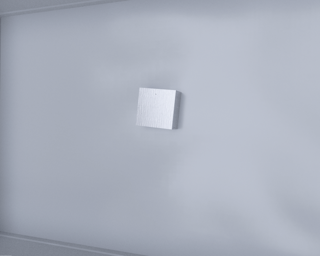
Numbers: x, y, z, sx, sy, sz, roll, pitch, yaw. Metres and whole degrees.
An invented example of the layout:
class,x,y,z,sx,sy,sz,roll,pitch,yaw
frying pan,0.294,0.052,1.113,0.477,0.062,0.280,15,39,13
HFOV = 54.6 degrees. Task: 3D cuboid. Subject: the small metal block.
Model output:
class,x,y,z,sx,sy,sz,roll,pitch,yaw
small metal block,-0.002,-0.026,0.412,0.050,0.025,0.050,7,92,20
